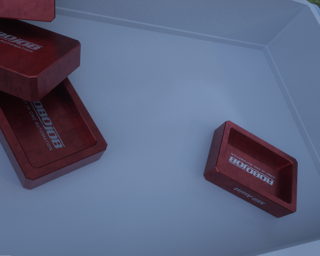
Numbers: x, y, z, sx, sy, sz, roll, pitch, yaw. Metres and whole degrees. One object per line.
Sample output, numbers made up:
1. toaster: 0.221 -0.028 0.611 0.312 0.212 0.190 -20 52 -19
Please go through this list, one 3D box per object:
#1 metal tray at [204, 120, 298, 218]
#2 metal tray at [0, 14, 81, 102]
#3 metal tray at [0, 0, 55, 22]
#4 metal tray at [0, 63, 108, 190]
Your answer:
1. metal tray: 0.132 0.057 0.437 0.131 0.030 0.090 29 52 -10
2. metal tray: -0.164 -0.082 0.329 0.131 0.030 0.090 20 41 6
3. metal tray: -0.178 -0.163 0.319 0.131 0.089 0.030 -1 22 -18
4. metal tray: -0.129 -0.010 0.338 0.091 0.030 0.130 -23 74 -36
